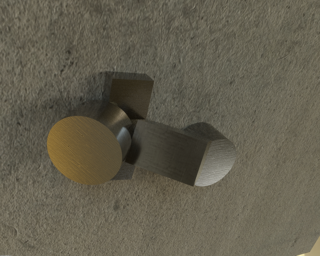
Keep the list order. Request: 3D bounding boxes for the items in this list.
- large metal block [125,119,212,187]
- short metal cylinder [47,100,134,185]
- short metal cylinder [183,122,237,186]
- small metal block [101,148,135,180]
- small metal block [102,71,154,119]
[{"bbox_3d":[0.014,0.027,0.374,0.080,0.080,0.050,1,107,-77],"label":"large metal block"},{"bbox_3d":[-0.073,0.015,0.339,0.080,0.050,0.079,4,114,9],"label":"short metal cylinder"},{"bbox_3d":[0.063,0.038,0.452,0.081,0.050,0.079,-14,125,-21],"label":"short metal cylinder"},{"bbox_3d":[-0.059,0.040,0.402,0.050,0.025,0.050,3,117,-30],"label":"small metal block"},{"bbox_3d":[-0.039,-0.038,0.364,0.050,0.025,0.050,-1,119,-28],"label":"small metal block"}]
